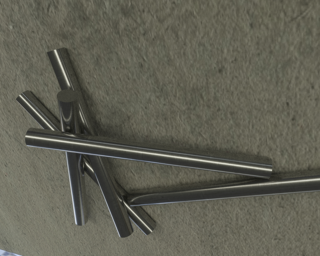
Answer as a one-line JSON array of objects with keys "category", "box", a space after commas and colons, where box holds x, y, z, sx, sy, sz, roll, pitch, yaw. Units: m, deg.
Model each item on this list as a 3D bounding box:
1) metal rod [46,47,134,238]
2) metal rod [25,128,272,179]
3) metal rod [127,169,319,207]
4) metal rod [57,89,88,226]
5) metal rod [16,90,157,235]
[{"category": "metal rod", "box": [-0.097, 0.032, 0.456, 0.025, 0.025, 0.298, -7, 109, 31]}, {"category": "metal rod", "box": [-0.018, 0.030, 0.384, 0.302, 0.025, 0.025, 7, 123, 6]}, {"category": "metal rod", "box": [0.078, 0.084, 0.416, 0.300, 0.025, 0.025, -14, 111, 33]}, {"category": "metal rod", "box": [-0.130, 0.067, 0.479, 0.025, 0.025, 0.298, 23, 136, 14]}, {"category": "metal rod", "box": [-0.115, 0.059, 0.501, 0.300, 0.025, 0.025, 48, 129, -6]}]
